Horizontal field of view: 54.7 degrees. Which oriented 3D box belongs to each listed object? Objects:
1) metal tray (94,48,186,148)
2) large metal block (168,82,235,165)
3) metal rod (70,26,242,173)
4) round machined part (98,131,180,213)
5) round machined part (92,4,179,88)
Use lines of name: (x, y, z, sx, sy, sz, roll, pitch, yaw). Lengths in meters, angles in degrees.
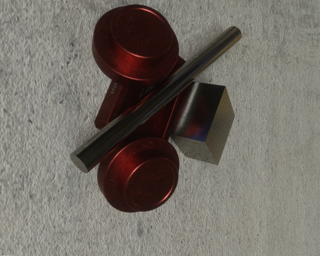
metal tray: (-0.016, -0.042, 0.389, 0.090, 0.030, 0.130, 31, 71, -36)
large metal block: (0.060, -0.005, 0.421, 0.080, 0.050, 0.080, -67, 151, -19)
metal rod: (0.015, -0.052, 0.380, 0.302, 0.025, 0.025, -43, 116, -32)
round machined part: (-0.018, 0.056, 0.358, 0.099, 0.042, 0.097, -13, 117, -27)
round machined part: (-0.024, -0.098, 0.348, 0.099, 0.042, 0.098, 6, 69, -16)
